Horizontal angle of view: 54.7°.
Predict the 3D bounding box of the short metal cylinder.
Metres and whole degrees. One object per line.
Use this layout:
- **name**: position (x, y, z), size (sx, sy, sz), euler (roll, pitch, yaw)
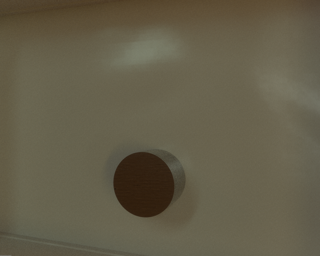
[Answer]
- **short metal cylinder**: position (-0.012, 0.069, 0.401), size (0.080, 0.050, 0.079), euler (0, 90, 19)
